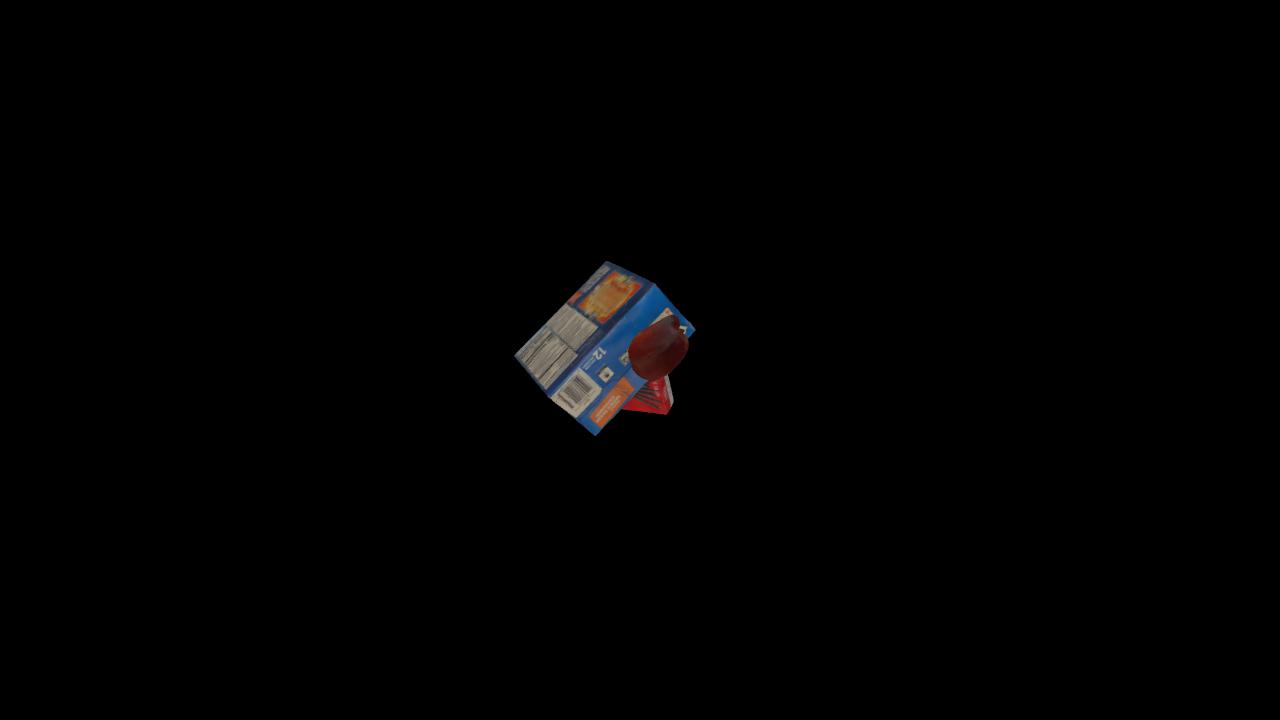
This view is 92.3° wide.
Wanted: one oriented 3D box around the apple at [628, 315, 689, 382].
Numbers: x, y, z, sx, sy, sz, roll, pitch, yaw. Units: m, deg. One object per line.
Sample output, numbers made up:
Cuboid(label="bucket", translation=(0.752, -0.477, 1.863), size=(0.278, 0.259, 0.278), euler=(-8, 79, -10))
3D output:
Cuboid(label="apple", translation=(0.008, -0.015, 0.691), size=(0.093, 0.079, 0.079), euler=(-20, -5, 14))

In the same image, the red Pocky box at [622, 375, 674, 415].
Cuboid(label="red Pocky box", translation=(-0.039, 0.022, 0.752), size=(0.155, 0.083, 0.028), euler=(5, 40, 26))

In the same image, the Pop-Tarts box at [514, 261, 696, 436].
Cuboid(label="Pop-Tarts box", translation=(-0.045, -0.019, 0.721), size=(0.083, 0.167, 0.141), euler=(47, -6, -32))
